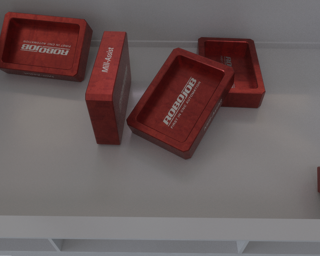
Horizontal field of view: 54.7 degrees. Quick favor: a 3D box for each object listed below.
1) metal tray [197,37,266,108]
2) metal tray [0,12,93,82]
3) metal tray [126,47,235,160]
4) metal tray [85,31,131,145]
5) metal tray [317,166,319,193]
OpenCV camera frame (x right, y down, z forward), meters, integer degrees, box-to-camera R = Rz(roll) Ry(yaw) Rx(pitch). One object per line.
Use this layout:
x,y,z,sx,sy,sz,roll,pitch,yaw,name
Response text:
0.104,-0.089,0.476,0.091,0.030,0.130,3,50,2,metal tray
-0.177,-0.125,0.476,0.131,0.030,0.090,8,83,6,metal tray
0.029,-0.035,0.405,0.090,0.030,0.130,26,73,20,metal tray
-0.063,-0.054,0.407,0.030,0.090,0.130,2,50,2,metal tray
0.222,0.058,0.294,0.091,0.130,0.030,-1,90,4,metal tray
